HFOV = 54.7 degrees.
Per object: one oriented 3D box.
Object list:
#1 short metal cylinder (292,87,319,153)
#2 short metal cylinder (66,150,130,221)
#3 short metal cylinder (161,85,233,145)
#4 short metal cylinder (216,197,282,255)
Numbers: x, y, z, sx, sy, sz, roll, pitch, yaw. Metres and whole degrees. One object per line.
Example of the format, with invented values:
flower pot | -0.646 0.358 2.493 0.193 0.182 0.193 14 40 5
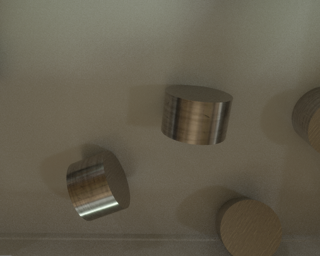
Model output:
short metal cylinder | 0.219 -0.009 0.396 0.081 0.050 0.079 0 110 0
short metal cylinder | -0.079 0.075 0.409 0.050 0.080 0.080 -21 109 7
short metal cylinder | 0.044 -0.018 0.375 0.081 0.080 0.050 5 110 -2
short metal cylinder | 0.121 0.139 0.433 0.080 0.050 0.080 0 81 2
